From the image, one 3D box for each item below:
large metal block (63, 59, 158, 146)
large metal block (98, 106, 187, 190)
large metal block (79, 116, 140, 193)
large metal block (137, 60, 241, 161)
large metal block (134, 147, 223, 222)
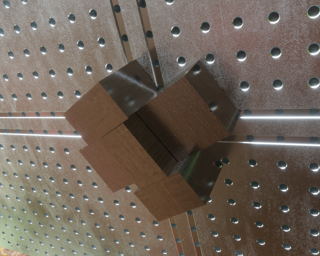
[{"bbox_3d":[-0.059,-0.032,0.387,0.080,0.080,0.050,-32,100,38],"label":"large metal block"},{"bbox_3d":[-0.016,0.017,0.395,0.050,0.080,0.080,-32,100,38],"label":"large metal block"},{"bbox_3d":[-0.055,0.037,0.449,0.080,0.050,0.080,-30,102,38],"label":"large metal block"},{"bbox_3d":[0.033,-0.018,0.366,0.080,0.050,0.080,-32,103,38],"label":"large metal block"},{"bbox_3d":[0.026,0.066,0.403,0.080,0.080,0.050,-32,100,37],"label":"large metal block"}]
